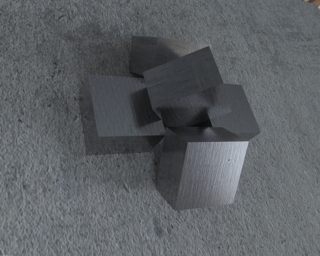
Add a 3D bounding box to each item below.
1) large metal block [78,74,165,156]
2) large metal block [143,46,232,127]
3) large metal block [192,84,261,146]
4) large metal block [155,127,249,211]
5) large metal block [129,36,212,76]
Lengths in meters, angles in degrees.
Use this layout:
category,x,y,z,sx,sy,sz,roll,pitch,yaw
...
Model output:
category,x,y,z,sx,sy,sz,roll,pitch,yaw
large metal block,-0.048,-0.015,0.373,0.081,0.050,0.080,-1,62,-29
large metal block,0.036,-0.043,0.374,0.080,0.080,0.050,-20,66,11
large metal block,0.084,-0.017,0.444,0.081,0.050,0.080,0,62,-29
large metal block,0.047,0.044,0.362,0.081,0.079,0.050,1,18,-27
large metal block,0.011,-0.096,0.429,0.081,0.080,0.050,-1,106,-29
